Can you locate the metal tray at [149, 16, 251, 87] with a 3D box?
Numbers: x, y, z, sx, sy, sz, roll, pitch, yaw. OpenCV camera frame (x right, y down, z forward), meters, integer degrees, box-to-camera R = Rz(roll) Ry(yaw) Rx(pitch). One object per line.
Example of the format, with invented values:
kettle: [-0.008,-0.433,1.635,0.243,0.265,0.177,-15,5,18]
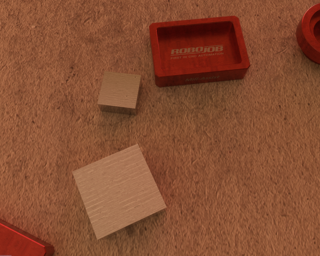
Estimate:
metal tray: [0.054,-0.111,0.446,0.131,0.030,0.090,-6,70,-3]

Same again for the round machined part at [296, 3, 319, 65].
round machined part: [0.246,-0.130,0.448,0.099,0.042,0.098,0,70,0]

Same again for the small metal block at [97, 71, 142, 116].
small metal block: [-0.054,-0.047,0.425,0.050,0.025,0.050,7,70,2]

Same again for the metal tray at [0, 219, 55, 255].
metal tray: [-0.201,0.150,0.349,0.130,0.030,0.090,23,72,8]

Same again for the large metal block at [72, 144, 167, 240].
large metal block: [-0.046,0.076,0.367,0.080,0.050,0.080,-23,72,-8]
